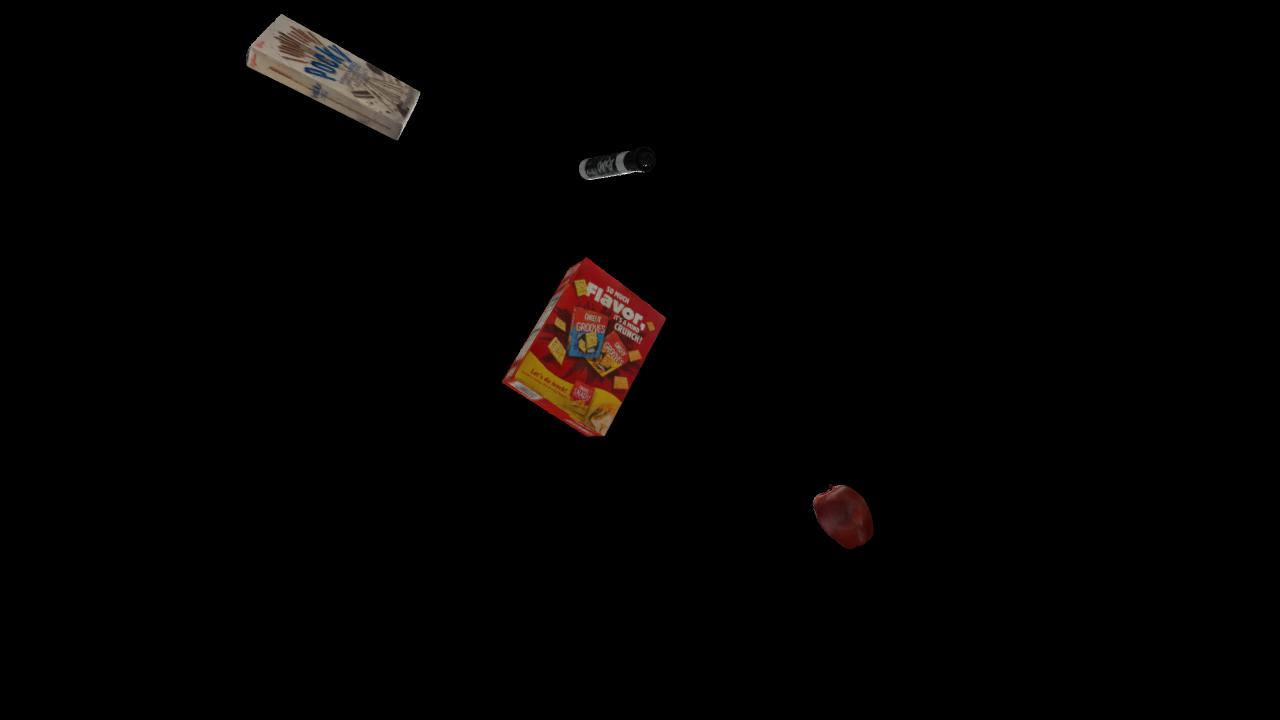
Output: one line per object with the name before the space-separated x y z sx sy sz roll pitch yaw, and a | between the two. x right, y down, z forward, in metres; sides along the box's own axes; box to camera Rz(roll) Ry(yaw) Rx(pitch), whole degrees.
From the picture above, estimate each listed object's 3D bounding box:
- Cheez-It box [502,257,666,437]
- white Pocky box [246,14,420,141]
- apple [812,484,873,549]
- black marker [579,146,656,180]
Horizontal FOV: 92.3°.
Cheez-It box | -0.080 -0.018 0.934 0.166 0.223 0.071 36 -22 -21
white Pocky box | -0.326 -0.304 0.667 0.154 0.084 0.028 23 -46 -24
apple | 0.295 0.224 0.892 0.079 0.093 0.079 -27 -7 -4
black marker | -0.021 -0.162 0.510 0.020 0.020 0.121 0 12 -27
